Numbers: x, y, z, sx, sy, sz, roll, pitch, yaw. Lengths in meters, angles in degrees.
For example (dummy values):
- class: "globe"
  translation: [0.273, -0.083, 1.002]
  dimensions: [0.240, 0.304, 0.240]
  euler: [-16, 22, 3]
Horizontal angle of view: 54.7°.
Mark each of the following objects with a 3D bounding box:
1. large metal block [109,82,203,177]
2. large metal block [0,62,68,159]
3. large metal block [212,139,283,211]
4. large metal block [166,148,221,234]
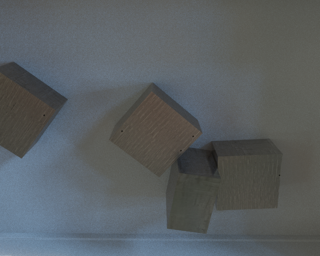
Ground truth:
- class: "large metal block"
  translation: [-0.005, 0.002, 0.398]
  dimensions: [0.080, 0.050, 0.080]
  euler: [39, 105, -13]
- class: "large metal block"
  translation: [-0.178, -0.023, 0.388]
  dimensions: [0.080, 0.050, 0.080]
  euler: [36, 106, -13]
- class: "large metal block"
  translation: [0.114, 0.062, 0.422]
  dimensions: [0.080, 0.050, 0.079]
  euler: [-3, 110, 1]
- class: "large metal block"
  translation: [0.040, 0.079, 0.411]
  dimensions: [0.050, 0.080, 0.079]
  euler: [9, 110, -3]
